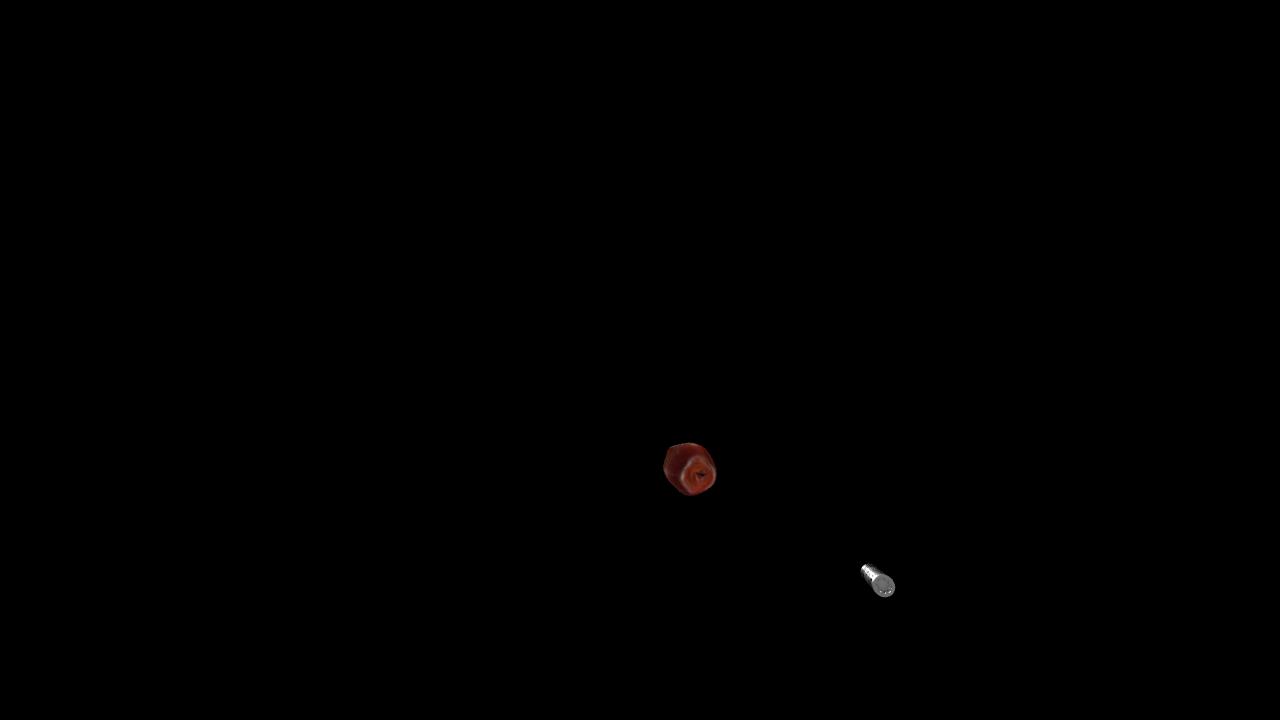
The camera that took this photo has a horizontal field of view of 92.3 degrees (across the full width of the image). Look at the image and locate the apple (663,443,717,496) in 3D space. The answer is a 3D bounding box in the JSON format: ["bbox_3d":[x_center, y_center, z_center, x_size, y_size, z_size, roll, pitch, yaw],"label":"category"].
[{"bbox_3d":[0.075,0.163,0.931,0.079,0.079,0.093,0,8,-21],"label":"apple"}]

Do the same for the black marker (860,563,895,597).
[{"bbox_3d":[0.230,0.213,0.600,0.020,0.020,0.121,0,-13,14],"label":"black marker"}]
